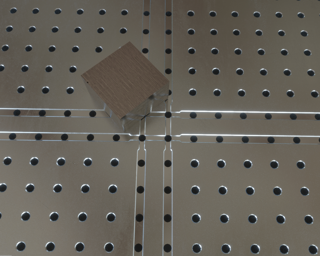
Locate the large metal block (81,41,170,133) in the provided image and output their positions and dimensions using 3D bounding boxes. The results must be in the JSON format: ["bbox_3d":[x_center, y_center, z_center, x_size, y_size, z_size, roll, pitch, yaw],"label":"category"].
[{"bbox_3d":[-0.045,-0.055,0.418,0.080,0.050,0.080,-39,75,-13],"label":"large metal block"}]
